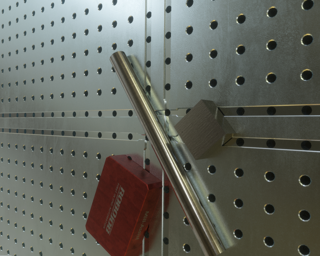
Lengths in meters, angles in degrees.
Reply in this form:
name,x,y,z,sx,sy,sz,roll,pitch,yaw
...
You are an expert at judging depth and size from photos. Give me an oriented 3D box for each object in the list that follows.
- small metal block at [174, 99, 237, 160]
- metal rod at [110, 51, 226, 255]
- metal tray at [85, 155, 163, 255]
name,x,y,z,sx,sy,sz,roll,pitch,yaw
small metal block,0.052,0.002,0.365,0.050,0.025,0.050,-46,63,30
metal rod,0.001,0.020,0.406,0.025,0.025,0.299,-40,66,32
metal tray,-0.056,0.115,0.450,0.090,0.030,0.129,30,109,35
